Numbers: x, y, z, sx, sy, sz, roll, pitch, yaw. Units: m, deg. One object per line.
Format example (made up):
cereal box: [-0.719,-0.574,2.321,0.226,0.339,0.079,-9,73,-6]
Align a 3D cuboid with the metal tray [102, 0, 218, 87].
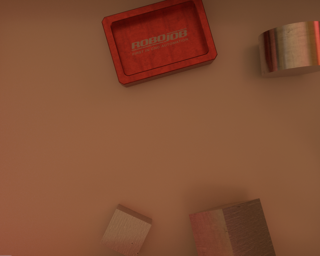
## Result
metal tray: [0.000,-0.114,0.408,0.131,0.030,0.090,-16,90,-1]

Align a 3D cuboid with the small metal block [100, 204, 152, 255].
small metal block: [-0.044,0.137,0.411,0.050,0.025,0.050,25,90,-1]

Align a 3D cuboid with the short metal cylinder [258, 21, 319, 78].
short metal cylinder: [0.166,-0.095,0.386,0.081,0.080,0.050,-5,90,-1]

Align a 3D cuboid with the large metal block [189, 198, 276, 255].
large metal block: [0.088,0.134,0.371,0.081,0.050,0.080,1,71,-44]
